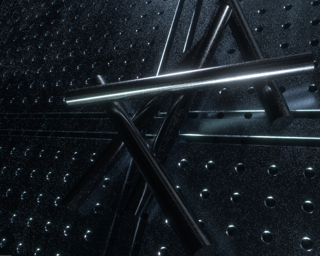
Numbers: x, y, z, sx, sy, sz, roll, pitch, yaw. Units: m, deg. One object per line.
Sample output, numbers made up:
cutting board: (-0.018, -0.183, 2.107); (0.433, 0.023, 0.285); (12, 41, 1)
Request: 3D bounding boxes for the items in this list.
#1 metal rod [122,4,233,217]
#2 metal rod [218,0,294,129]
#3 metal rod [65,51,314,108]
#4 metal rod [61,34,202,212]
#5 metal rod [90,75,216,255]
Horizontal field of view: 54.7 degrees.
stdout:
metal rod: (0.029, -0.032, 0.398); (0.025, 0.025, 0.299); (16, 74, 34)
metal rod: (0.115, -0.128, 0.425); (0.025, 0.025, 0.299); (-21, 54, 16)
metal rod: (0.022, -0.056, 0.380); (0.301, 0.025, 0.025); (-6, 59, 16)
metal rod: (-0.026, -0.012, 0.427); (0.025, 0.025, 0.300); (33, 80, 38)
metal rod: (-0.028, 0.020, 0.371); (0.025, 0.025, 0.300); (-38, 48, 2)
